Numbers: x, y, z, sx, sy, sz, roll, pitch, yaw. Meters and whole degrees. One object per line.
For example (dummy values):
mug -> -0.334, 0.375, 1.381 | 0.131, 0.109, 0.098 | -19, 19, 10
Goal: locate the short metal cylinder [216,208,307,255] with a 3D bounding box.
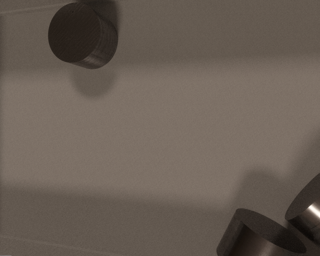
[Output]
short metal cylinder -> 0.110, 0.133, 0.342 | 0.080, 0.080, 0.050 | 27, 99, 17

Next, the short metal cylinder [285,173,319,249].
short metal cylinder -> 0.177, 0.083, 0.319 | 0.050, 0.080, 0.080 | 42, 103, 15

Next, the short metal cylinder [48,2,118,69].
short metal cylinder -> -0.107, -0.126, 0.433 | 0.080, 0.050, 0.079 | 0, 90, 19
